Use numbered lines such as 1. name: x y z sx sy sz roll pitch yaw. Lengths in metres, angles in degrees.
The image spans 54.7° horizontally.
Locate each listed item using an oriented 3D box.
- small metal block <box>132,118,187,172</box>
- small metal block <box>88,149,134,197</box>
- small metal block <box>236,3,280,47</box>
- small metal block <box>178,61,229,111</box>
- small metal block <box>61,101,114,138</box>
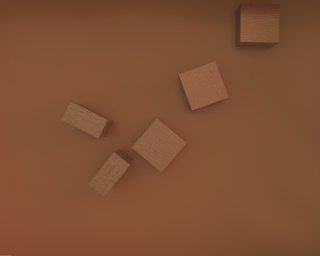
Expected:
1. small metal block: -0.001 0.022 0.411 0.050 0.025 0.050 40 90 -1
2. small metal block: -0.062 0.056 0.398 0.025 0.050 0.050 39 90 -1
3. small metal block: 0.129 -0.136 0.413 0.050 0.025 0.050 1 90 -1
4. small metal block: 0.056 -0.054 0.412 0.050 0.025 0.050 -20 90 -1
5. small metal block: -0.091 -0.010 0.398 0.050 0.050 0.025 27 90 -1
